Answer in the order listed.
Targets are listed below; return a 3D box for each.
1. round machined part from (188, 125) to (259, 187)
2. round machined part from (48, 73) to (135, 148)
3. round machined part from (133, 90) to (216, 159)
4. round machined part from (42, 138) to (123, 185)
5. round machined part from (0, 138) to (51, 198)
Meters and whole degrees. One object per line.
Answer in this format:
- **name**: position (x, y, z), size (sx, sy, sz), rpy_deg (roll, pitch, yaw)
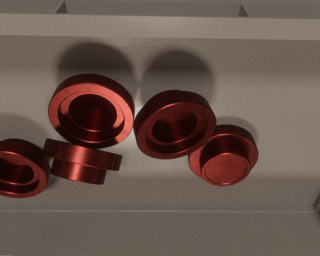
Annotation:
- **round machined part**: position (0.090, 0.045, 0.438), size (0.099, 0.042, 0.097), rpy_deg (-1, 130, 0)
- **round machined part**: position (-0.080, -0.024, 0.376), size (0.099, 0.042, 0.097), rpy_deg (0, 130, 0)
- **round machined part**: position (0.015, -0.008, 0.381), size (0.099, 0.042, 0.097), rpy_deg (-10, 137, -9)
- **round machined part**: position (-0.101, 0.045, 0.398), size (0.099, 0.042, 0.098), rpy_deg (13, 173, 2)
- **round machined part**: position (-0.205, 0.053, 0.440), size (0.099, 0.042, 0.097), rpy_deg (-1, 130, 0)
